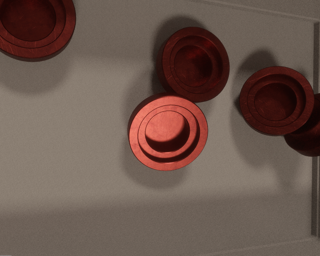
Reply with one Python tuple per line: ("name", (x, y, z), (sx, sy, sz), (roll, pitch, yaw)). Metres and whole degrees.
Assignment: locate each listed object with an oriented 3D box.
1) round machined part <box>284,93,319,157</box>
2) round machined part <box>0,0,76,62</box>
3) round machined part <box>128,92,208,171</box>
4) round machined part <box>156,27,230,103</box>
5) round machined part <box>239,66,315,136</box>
("round machined part", (0.223, -0.011, 0.455), (0.042, 0.098, 0.098), (30, 80, -23))
("round machined part", (-0.147, -0.123, 0.347), (0.099, 0.042, 0.097), (0, 90, -21))
("round machined part", (0.008, 0.002, 0.394), (0.099, 0.042, 0.097), (-4, 110, -10))
("round machined part", (0.041, -0.081, 0.417), (0.099, 0.042, 0.097), (0, 89, -21))
("round machined part", (0.166, -0.036, 0.448), (0.098, 0.042, 0.097), (-2, 82, 15))
